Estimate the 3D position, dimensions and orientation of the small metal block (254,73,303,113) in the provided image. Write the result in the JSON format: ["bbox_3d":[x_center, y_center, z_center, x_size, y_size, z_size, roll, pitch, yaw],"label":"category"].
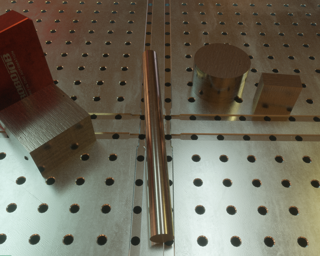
[{"bbox_3d":[0.164,-0.048,0.434,0.050,0.050,0.025,5,50,3],"label":"small metal block"}]

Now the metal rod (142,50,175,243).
[{"bbox_3d":[-0.007,-0.003,0.409,0.025,0.025,0.300,-3,50,-3],"label":"metal rod"}]

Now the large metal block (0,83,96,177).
[{"bbox_3d":[-0.141,0.000,0.390,0.080,0.050,0.080,-37,59,-27],"label":"large metal block"}]

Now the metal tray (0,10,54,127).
[{"bbox_3d":[-0.191,-0.070,0.396,0.030,0.129,0.090,30,56,22],"label":"metal tray"}]

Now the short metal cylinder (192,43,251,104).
[{"bbox_3d":[0.089,-0.082,0.461,0.081,0.050,0.080,0,50,0],"label":"short metal cylinder"}]
